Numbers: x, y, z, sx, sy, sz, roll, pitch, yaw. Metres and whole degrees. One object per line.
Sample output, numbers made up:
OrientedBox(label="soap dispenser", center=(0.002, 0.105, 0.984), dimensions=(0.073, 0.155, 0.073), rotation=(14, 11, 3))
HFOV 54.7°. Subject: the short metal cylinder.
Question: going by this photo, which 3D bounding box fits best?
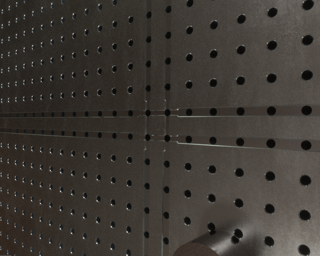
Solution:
OrientedBox(label="short metal cylinder", center=(0.058, 0.161, 0.344), dimensions=(0.080, 0.050, 0.079), rotation=(0, 90, 39))
